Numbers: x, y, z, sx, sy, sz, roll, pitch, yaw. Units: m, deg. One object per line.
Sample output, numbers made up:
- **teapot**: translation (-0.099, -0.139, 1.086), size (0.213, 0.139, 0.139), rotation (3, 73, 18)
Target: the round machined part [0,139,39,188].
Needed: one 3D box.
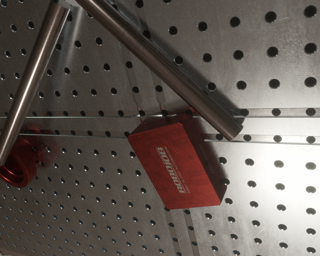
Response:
- **round machined part**: translation (-0.267, 0.059, 0.574), size (0.098, 0.042, 0.097), rotation (13, 124, 20)

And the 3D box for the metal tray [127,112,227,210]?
- **metal tray**: translation (0.024, 0.050, 0.425), size (0.090, 0.030, 0.130), rotation (-16, 111, 34)

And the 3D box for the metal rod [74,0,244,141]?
- **metal rod**: translation (-0.021, -0.094, 0.362), size (0.300, 0.025, 0.025), rotation (42, 129, -2)

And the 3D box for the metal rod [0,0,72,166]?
- **metal rod**: translation (-0.197, -0.049, 0.453), size (0.025, 0.025, 0.298), rotation (38, 120, 2)
